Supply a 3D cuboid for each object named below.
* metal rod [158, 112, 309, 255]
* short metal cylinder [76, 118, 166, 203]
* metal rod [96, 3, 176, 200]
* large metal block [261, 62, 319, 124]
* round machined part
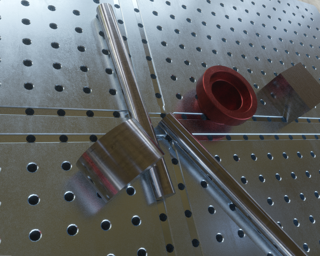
[{"bbox_3d":[0.109,0.095,0.410,0.300,0.025,0.025,47,51,4],"label":"metal rod"},{"bbox_3d":[-0.041,0.034,0.331,0.050,0.080,0.081,50,51,6],"label":"short metal cylinder"},{"bbox_3d":[-0.039,-0.051,0.419,0.025,0.025,0.299,-5,64,-31],"label":"metal rod"},{"bbox_3d":[0.248,-0.066,0.569,0.081,0.050,0.080,-28,77,-37],"label":"large metal block"},{"bbox_3d":[0.098,-0.045,0.480,0.099,0.042,0.098,14,56,-21],"label":"round machined part"}]
